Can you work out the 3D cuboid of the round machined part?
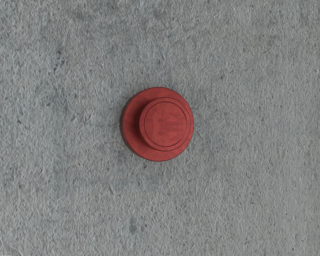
[{"bbox_3d":[0.000,-0.005,0.402,0.099,0.042,0.097,0,90,-21],"label":"round machined part"}]
